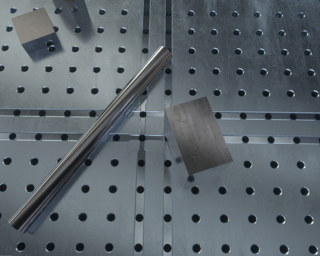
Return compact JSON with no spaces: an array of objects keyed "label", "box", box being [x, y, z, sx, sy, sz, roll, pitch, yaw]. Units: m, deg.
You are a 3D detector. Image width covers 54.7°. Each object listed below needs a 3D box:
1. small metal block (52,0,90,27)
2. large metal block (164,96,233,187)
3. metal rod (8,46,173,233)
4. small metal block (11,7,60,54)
[{"label":"small metal block","box":[-0.137,-0.189,0.466,0.050,0.050,0.025,40,75,13]},{"label":"large metal block","box":[0.041,0.020,0.376,0.050,0.080,0.080,-17,71,-6]},{"label":"metal rod","box":[-0.081,0.003,0.409,0.025,0.025,0.300,35,73,11]},{"label":"small metal block","box":[-0.185,-0.146,0.463,0.050,0.025,0.050,-24,72,-9]}]
